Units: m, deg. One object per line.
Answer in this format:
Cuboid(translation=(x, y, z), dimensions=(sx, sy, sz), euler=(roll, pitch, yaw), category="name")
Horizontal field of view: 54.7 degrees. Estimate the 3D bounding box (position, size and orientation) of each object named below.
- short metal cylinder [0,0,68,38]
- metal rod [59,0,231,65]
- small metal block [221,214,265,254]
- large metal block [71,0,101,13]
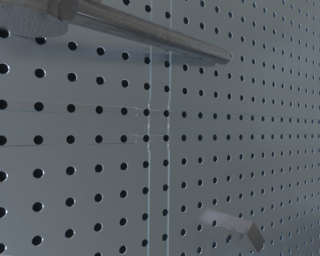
Cuboid(translation=(-0.121, -0.116, 0.272), dimensions=(0.081, 0.080, 0.050), euler=(4, 88, -40), category="short metal cylinder")
Cuboid(translation=(0.014, -0.106, 0.374), dimensions=(0.302, 0.025, 0.025), euler=(-5, 94, -54), category="metal rod")
Cuboid(translation=(0.136, 0.173, 0.508), dimensions=(0.025, 0.050, 0.050), euler=(-48, 119, -29), category="small metal block")
Cuboid(translation=(-0.087, -0.180, 0.319), dimensions=(0.080, 0.050, 0.080), euler=(37, 67, -34), category="large metal block")
